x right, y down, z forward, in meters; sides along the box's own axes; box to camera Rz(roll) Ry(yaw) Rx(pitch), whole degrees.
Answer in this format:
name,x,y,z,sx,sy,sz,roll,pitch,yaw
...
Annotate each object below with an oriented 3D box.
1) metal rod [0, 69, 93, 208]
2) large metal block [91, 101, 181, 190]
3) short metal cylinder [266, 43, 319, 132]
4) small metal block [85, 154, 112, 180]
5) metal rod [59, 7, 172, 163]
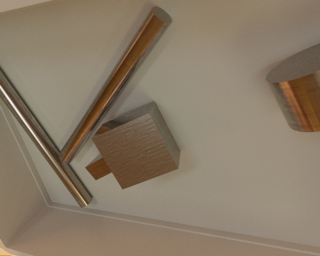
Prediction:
name,x,y,z,sx,sy,sz,roll,pitch,yaw
metal rod,-0.206,0.011,0.521,0.025,0.025,0.299,-20,108,35
large metal block,-0.028,0.022,0.404,0.080,0.050,0.080,-23,107,15
short metal cylinder,0.143,-0.039,0.273,0.080,0.080,0.050,-21,107,35
small metal block,-0.074,0.046,0.458,0.050,0.050,0.025,-29,102,38
metal rod,-0.078,-0.036,0.424,0.025,0.025,0.298,42,129,-1
